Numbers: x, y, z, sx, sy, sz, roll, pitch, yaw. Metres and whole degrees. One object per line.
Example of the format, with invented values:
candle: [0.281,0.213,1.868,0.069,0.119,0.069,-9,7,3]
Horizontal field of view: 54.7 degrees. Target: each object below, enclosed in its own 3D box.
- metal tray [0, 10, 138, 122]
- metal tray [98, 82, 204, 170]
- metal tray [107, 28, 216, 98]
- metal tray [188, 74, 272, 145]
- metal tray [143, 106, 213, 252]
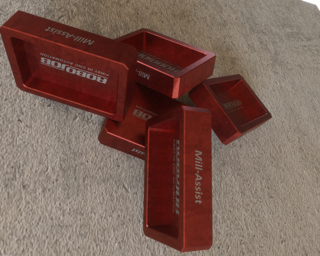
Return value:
metal tray: [-0.094,-0.062,0.332,0.131,0.089,0.030,18,53,2]
metal tray: [-0.004,-0.001,0.402,0.131,0.030,0.090,23,53,-15]
metal tray: [-0.003,-0.093,0.421,0.130,0.030,0.091,29,45,27]
metal tray: [0.109,-0.033,0.462,0.131,0.030,0.090,-19,71,-51]
metal tray: [0.015,0.049,0.318,0.030,0.090,0.129,5,80,-26]
